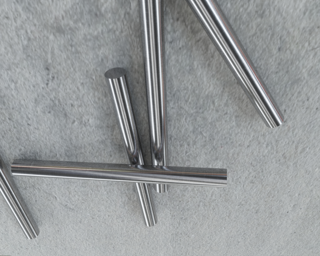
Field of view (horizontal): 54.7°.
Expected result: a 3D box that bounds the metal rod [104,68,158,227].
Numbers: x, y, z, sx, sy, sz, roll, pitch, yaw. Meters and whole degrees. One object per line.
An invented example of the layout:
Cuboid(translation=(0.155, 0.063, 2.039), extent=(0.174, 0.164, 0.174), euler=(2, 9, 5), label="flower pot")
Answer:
Cuboid(translation=(-0.034, 0.050, 0.449), extent=(0.025, 0.025, 0.298), euler=(-5, 130, 4), label="metal rod")

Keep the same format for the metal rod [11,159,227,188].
Cuboid(translation=(-0.062, 0.062, 0.429), extent=(0.301, 0.025, 0.025), euler=(2, 131, 9), label="metal rod")

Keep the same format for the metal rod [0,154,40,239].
Cuboid(translation=(-0.238, 0.079, 0.471), extent=(0.025, 0.025, 0.298), euler=(-2, 130, 1), label="metal rod")

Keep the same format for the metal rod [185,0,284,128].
Cuboid(translation=(0.061, -0.102, 0.321), extent=(0.025, 0.025, 0.300), euler=(-29, 125, 22), label="metal rod")

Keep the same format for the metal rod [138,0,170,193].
Cuboid(translation=(-0.004, -0.022, 0.388), extent=(0.025, 0.025, 0.298), euler=(-2, 130, 1), label="metal rod")
